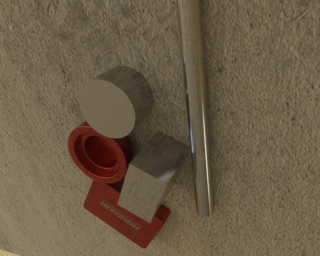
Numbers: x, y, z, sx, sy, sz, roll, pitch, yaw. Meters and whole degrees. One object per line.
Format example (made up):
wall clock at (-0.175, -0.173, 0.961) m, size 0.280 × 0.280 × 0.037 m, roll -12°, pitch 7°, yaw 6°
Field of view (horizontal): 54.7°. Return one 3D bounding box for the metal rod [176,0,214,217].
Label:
metal rod at (0.046, -0.011, 0.374) m, size 0.025 × 0.025 × 0.298 m, roll 6°, pitch 121°, yaw 25°

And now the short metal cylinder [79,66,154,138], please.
short metal cylinder at (-0.055, -0.034, 0.398) m, size 0.080 × 0.050 × 0.079 m, roll 13°, pitch 124°, yaw 20°

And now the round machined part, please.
round machined part at (-0.082, 0.030, 0.456) m, size 0.098 × 0.042 × 0.097 m, roll 13°, pitch 124°, yaw 20°

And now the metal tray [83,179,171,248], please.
metal tray at (-0.058, 0.134, 0.515) m, size 0.130 × 0.030 × 0.089 m, roll 33°, pitch 129°, yaw 6°

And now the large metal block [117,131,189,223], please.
large metal block at (-0.008, 0.064, 0.413) m, size 0.050 × 0.080 × 0.079 m, roll 27°, pitch 128°, yaw 11°
